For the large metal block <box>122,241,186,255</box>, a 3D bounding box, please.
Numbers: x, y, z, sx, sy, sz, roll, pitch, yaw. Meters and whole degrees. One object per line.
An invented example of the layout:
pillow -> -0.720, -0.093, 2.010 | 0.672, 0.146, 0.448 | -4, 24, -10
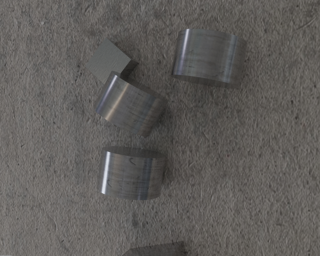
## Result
large metal block -> -0.005, 0.199, 0.397 | 0.080, 0.050, 0.080 | -16, 85, 19

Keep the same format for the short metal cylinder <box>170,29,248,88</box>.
short metal cylinder -> 0.056, -0.078, 0.360 | 0.080, 0.080, 0.050 | 12, 94, 19

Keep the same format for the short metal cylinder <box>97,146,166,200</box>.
short metal cylinder -> -0.036, 0.055, 0.392 | 0.080, 0.080, 0.050 | 9, 93, 19

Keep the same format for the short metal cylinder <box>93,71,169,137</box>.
short metal cylinder -> -0.036, -0.031, 0.392 | 0.080, 0.080, 0.050 | 32, 101, 17

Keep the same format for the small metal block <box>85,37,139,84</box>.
small metal block -> -0.067, -0.088, 0.433 | 0.050, 0.025, 0.050 | 43, 103, 15
